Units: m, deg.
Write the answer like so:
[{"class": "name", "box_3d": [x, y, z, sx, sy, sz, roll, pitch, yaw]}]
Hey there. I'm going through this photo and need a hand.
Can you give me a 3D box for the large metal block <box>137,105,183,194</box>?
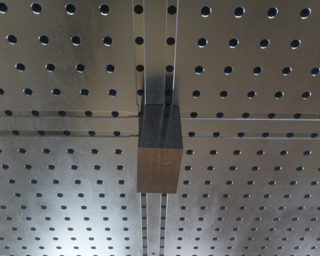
[{"class": "large metal block", "box_3d": [-0.002, 0.027, 0.397, 0.050, 0.080, 0.079, 3, 130, -3]}]
